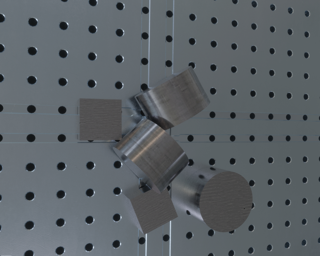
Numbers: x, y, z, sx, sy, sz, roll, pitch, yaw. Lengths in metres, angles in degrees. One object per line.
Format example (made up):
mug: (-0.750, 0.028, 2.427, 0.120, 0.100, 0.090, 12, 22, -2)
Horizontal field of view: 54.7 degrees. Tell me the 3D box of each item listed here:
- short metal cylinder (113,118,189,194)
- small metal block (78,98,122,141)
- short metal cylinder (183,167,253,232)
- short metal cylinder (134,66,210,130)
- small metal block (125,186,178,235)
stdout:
short metal cylinder: (-0.011, 0.034, 0.379, 0.050, 0.080, 0.080, -45, 104, -15)
small metal block: (-0.075, -0.010, 0.385, 0.050, 0.025, 0.050, 0, 90, -20)
short metal cylinder: (0.079, 0.096, 0.429, 0.081, 0.050, 0.079, 0, 90, -20)
short metal cylinder: (0.015, -0.037, 0.389, 0.080, 0.080, 0.050, -33, 101, -17)
small metal block: (-0.011, 0.103, 0.409, 0.050, 0.025, 0.050, -23, 98, -19)
